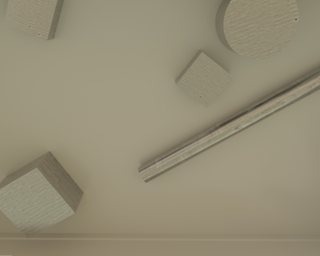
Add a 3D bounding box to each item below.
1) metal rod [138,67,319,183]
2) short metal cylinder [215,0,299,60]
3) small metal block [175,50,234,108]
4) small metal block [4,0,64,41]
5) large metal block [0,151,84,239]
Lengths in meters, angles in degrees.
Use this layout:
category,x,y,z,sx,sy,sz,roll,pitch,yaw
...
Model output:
category,x,y,z,sx,sy,sz,roll,pitch,yaw
metal rod,0.105,-0.007,0.410,0.300,0.025,0.025,-30,108,10
short metal cylinder,0.108,-0.122,0.355,0.081,0.050,0.079,0,110,-1
small metal block,0.055,-0.062,0.389,0.050,0.025,0.050,35,106,-13
small metal block,-0.145,-0.136,0.359,0.050,0.025,0.050,20,109,-8
large metal block,-0.168,0.092,0.430,0.080,0.050,0.080,-30,108,10
